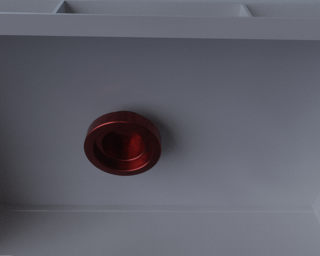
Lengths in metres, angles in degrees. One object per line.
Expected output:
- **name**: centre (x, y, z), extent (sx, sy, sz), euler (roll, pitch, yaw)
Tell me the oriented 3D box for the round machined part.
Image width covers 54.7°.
- **round machined part**: centre (-0.047, 0.016, 0.411), extent (0.099, 0.042, 0.097), euler (-1, 130, 0)
